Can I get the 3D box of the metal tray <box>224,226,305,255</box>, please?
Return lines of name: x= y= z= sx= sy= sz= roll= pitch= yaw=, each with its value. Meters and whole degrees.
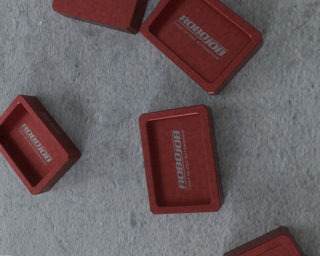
metal tray: x=0.141 y=0.193 z=0.356 sx=0.090 sy=0.030 sz=0.130 roll=-34 pitch=80 yaw=16

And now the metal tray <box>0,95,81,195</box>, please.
metal tray: x=-0.193 y=0.024 z=0.472 sx=0.090 sy=0.030 sz=0.130 roll=-45 pitch=76 yaw=14

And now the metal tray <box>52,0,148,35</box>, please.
metal tray: x=-0.080 y=-0.192 z=0.433 sx=0.130 sy=0.030 sz=0.089 roll=20 pitch=96 yaw=18

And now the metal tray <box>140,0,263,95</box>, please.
metal tray: x=0.050 y=-0.115 z=0.388 sx=0.130 sy=0.030 sz=0.090 roll=44 pitch=103 yaw=14

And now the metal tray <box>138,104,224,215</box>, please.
metal tray: x=0.027 y=0.041 z=0.396 sx=0.090 sy=0.030 sz=0.129 roll=-8 pitch=87 yaw=19
